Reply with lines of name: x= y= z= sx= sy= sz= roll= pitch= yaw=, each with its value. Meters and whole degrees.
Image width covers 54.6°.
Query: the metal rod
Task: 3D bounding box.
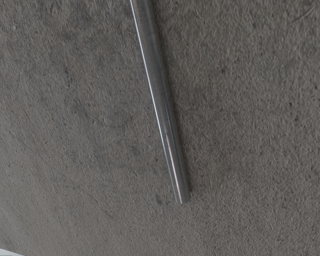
metal rod: x=0.003 y=-0.029 z=0.387 sx=0.025 sy=0.025 sz=0.298 roll=2 pitch=119 yaw=27
